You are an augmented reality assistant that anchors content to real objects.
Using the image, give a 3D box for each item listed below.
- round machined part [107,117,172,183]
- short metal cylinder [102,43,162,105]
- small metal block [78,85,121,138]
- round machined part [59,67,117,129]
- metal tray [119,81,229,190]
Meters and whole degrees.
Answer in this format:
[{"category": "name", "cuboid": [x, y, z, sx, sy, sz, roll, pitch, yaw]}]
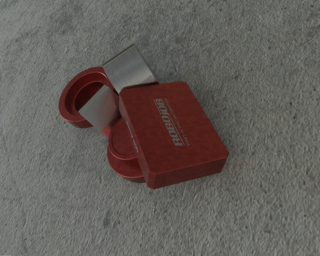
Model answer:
[{"category": "round machined part", "cuboid": [-0.026, 0.017, 0.396, 0.098, 0.042, 0.098, -13, 56, 20]}, {"category": "short metal cylinder", "cuboid": [-0.035, -0.070, 0.431, 0.050, 0.080, 0.080, -33, 52, 7]}, {"category": "small metal block", "cuboid": [-0.071, -0.022, 0.415, 0.050, 0.050, 0.025, -47, 27, -6]}, {"category": "round machined part", "cuboid": [-0.100, -0.042, 0.471, 0.098, 0.042, 0.098, -13, 56, 20]}, {"category": "metal tray", "cuboid": [0.011, 0.001, 0.366, 0.091, 0.030, 0.130, -11, 50, -17]}]
